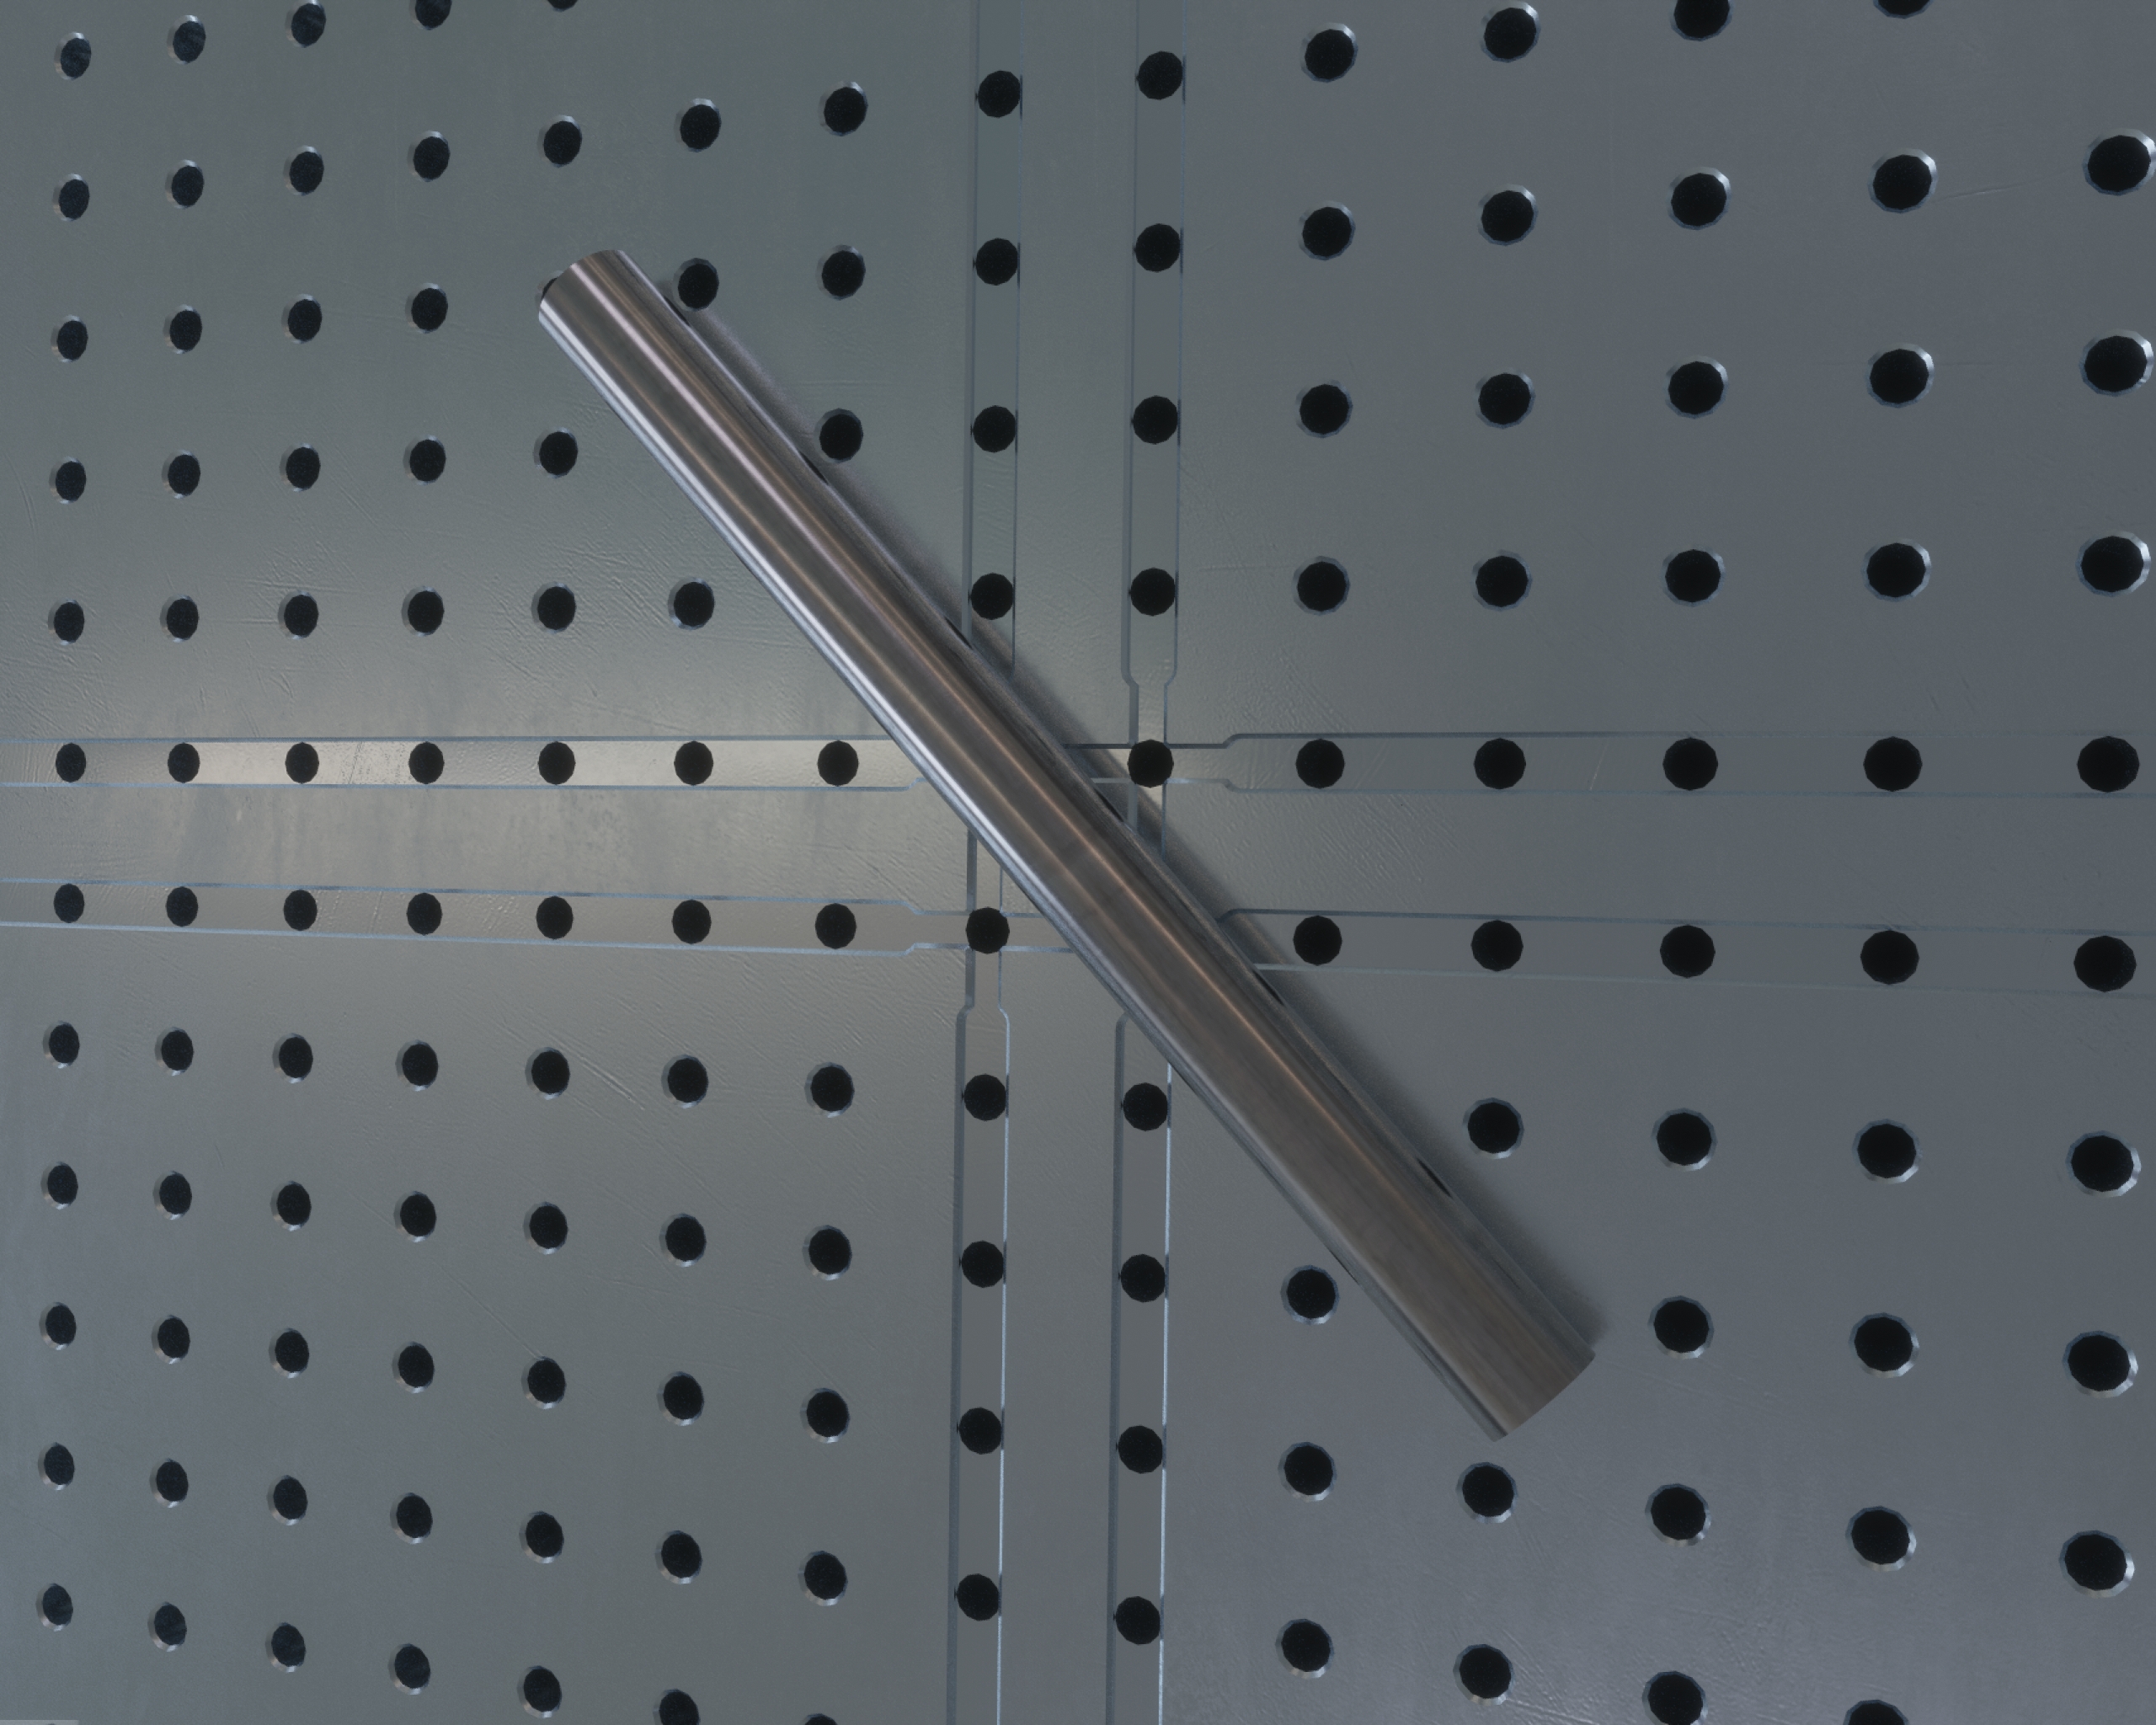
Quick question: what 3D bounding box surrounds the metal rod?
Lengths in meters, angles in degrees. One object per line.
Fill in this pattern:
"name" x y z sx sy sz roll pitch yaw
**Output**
"metal rod" -0.010 -0.012 0.417 0.025 0.025 0.300 -44 76 15
